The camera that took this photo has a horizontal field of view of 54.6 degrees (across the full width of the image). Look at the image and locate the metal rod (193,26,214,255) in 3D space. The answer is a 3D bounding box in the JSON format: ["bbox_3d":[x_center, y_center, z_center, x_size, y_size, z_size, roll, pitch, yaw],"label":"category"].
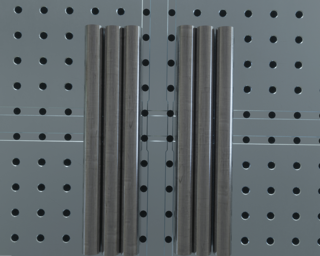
[{"bbox_3d":[0.058,0.017,0.413,0.025,0.025,0.298,1,90,0],"label":"metal rod"}]

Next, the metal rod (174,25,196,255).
[{"bbox_3d":[0.033,0.016,0.413,0.025,0.025,0.298,1,90,0],"label":"metal rod"}]

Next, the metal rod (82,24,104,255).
[{"bbox_3d":[-0.089,0.015,0.412,0.025,0.025,0.298,1,90,0],"label":"metal rod"}]

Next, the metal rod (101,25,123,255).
[{"bbox_3d":[-0.063,0.017,0.412,0.025,0.025,0.298,1,90,0],"label":"metal rod"}]

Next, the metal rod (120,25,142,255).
[{"bbox_3d":[-0.038,0.016,0.413,0.025,0.025,0.298,1,90,0],"label":"metal rod"}]

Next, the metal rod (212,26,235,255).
[{"bbox_3d":[0.085,0.017,0.413,0.025,0.025,0.298,1,90,0],"label":"metal rod"}]
